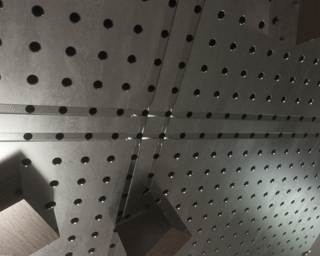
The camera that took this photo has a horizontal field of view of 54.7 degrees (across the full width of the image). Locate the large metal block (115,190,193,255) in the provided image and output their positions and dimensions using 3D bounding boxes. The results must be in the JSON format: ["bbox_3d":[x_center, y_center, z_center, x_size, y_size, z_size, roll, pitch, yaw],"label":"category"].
[{"bbox_3d":[-0.012,0.156,0.467,0.080,0.080,0.050,-48,129,5],"label":"large metal block"}]

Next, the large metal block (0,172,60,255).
[{"bbox_3d":[-0.179,0.112,0.367,0.080,0.050,0.080,-29,129,-10],"label":"large metal block"}]

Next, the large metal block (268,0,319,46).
[{"bbox_3d":[0.192,-0.163,0.402,0.081,0.050,0.080,-22,127,-16],"label":"large metal block"}]
